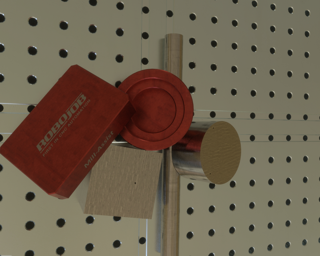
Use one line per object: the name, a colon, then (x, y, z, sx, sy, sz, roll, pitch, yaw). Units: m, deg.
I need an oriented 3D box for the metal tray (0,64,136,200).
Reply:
metal tray: (-0.101, 0.001, 0.347, 0.090, 0.030, 0.130, 32, 77, 22)

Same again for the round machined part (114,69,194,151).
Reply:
round machined part: (-0.008, -0.021, 0.387, 0.099, 0.042, 0.097, 0, 89, 5)

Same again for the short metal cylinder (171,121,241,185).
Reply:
short metal cylinder: (0.062, 0.031, 0.408, 0.081, 0.050, 0.079, 0, 91, -40)

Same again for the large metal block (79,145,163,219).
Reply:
large metal block: (-0.049, 0.062, 0.381, 0.081, 0.050, 0.080, 11, 86, -20)

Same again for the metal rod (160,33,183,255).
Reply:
metal rod: (0.016, 0.024, 0.419, 0.025, 0.025, 0.298, 1, 90, -20)
